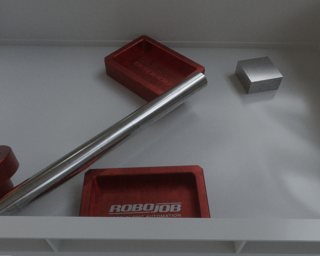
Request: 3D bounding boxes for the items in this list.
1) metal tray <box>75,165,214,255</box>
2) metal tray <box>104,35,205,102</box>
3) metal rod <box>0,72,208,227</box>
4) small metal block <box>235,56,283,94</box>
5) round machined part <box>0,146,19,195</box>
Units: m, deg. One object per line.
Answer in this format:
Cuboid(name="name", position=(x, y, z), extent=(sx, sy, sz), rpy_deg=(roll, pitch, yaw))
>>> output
Cuboid(name="metal tray", position=(-0.016, 0.087, 0.328), extent=(0.131, 0.030, 0.090), rpy_deg=(-2, 50, -2))
Cuboid(name="metal tray", position=(-0.009, -0.088, 0.475), extent=(0.130, 0.030, 0.090), rpy_deg=(35, 58, 25))
Cuboid(name="metal rod", position=(-0.053, 0.010, 0.359), extent=(0.302, 0.025, 0.025), rpy_deg=(-35, 59, -28))
Cuboid(name="small metal block", position=(0.151, -0.081, 0.476), extent=(0.050, 0.025, 0.050), rpy_deg=(-10, 51, -9))
Cuboid(name="round machined part", position=(-0.196, 0.060, 0.322), extent=(0.098, 0.042, 0.098), rpy_deg=(-15, 21, 6))
